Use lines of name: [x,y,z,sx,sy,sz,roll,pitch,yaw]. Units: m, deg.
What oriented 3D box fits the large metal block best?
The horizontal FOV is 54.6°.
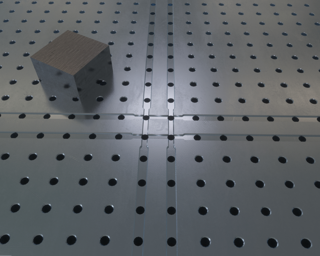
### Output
large metal block: [-0.131,-0.097,0.473,0.080,0.050,0.080,24,54,19]
